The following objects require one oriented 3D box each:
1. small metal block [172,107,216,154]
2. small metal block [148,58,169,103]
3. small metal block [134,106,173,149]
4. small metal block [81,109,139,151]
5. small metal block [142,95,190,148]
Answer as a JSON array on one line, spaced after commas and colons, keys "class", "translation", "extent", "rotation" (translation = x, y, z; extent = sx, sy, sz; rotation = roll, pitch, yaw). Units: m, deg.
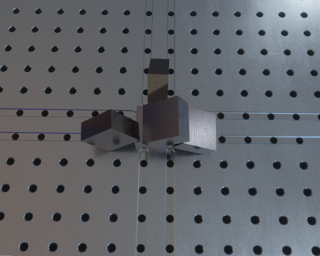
[{"class": "small metal block", "translation": [0.045, 0.003, 0.399], "extent": [0.050, 0.025, 0.050], "rotation": [14, 67, -28]}, {"class": "small metal block", "translation": [-0.002, -0.058, 0.409], "extent": [0.025, 0.050, 0.050], "rotation": [3, 34, 2]}, {"class": "small metal block", "translation": [-0.006, -0.001, 0.412], "extent": [0.050, 0.025, 0.050], "rotation": [2, 70, 1]}, {"class": "small metal block", "translation": [-0.062, 0.004, 0.386], "extent": [0.050, 0.050, 0.025], "rotation": [-21, 61, 29]}, {"class": "small metal block", "translation": [0.007, -0.006, 0.375], "extent": [0.050, 0.025, 0.050], "rotation": [-13, 66, 30]}]
